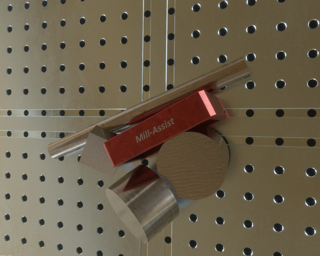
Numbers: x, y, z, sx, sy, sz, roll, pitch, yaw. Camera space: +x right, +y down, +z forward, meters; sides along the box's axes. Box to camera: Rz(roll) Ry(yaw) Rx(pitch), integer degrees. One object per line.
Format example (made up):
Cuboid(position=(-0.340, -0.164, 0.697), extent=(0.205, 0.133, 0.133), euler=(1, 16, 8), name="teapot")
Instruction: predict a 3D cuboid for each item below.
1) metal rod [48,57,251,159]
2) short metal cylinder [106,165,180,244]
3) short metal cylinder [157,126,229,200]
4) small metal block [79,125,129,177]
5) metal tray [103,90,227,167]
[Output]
Cuboid(position=(-0.027, -0.020, 0.418), extent=(0.300, 0.025, 0.025), euler=(-22, 83, 18), name="metal rod")
Cuboid(position=(-0.022, 0.092, 0.380), extent=(0.050, 0.080, 0.080), euler=(-35, 75, -26), name="short metal cylinder")
Cuboid(position=(0.042, 0.040, 0.375), extent=(0.080, 0.050, 0.079), euler=(2, 99, 15), name="short metal cylinder")
Cuboid(position=(-0.075, 0.031, 0.422), extent=(0.050, 0.025, 0.050), euler=(24, 115, -1), name="small metal block")
Cuboid(position=(0.009, 0.002, 0.371), extent=(0.130, 0.090, 0.030), euler=(-28, 81, 18), name="metal tray")
